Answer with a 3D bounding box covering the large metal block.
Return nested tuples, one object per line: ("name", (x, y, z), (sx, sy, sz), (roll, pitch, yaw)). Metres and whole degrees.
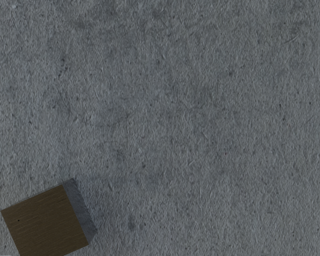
("large metal block", (-0.138, 0.120, 0.396), (0.080, 0.050, 0.080), (-24, 90, -1))
